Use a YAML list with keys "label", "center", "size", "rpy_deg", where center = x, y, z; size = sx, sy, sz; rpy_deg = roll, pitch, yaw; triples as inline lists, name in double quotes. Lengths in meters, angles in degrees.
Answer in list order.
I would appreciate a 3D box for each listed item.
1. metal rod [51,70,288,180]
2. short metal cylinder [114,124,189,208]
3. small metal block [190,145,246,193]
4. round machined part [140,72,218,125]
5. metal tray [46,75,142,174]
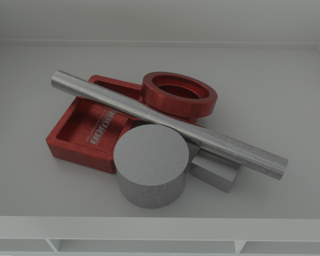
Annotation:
- label: "metal rod"
  center: [-0.001, -0.010, 0.373]
  size: [0.301, 0.025, 0.025]
  rpy_deg: [22, 53, 14]
- label: "short metal cylinder"
  center: [-0.009, 0.042, 0.350]
  size: [0.081, 0.050, 0.080]
  rpy_deg: [0, 50, 0]
- label: "small metal block"
  center: [0.070, 0.041, 0.369]
  size: [0.050, 0.025, 0.050]
  rpy_deg: [25, 54, 19]
- label: "round machined part"
  center: [0.022, -0.036, 0.406]
  size: [0.099, 0.042, 0.098]
  rpy_deg: [12, 27, -6]
- label: "metal tray"
  center: [-0.074, -0.011, 0.406]
  size: [0.090, 0.030, 0.130]
  rpy_deg: [14, 51, 11]
